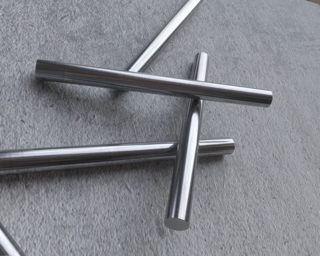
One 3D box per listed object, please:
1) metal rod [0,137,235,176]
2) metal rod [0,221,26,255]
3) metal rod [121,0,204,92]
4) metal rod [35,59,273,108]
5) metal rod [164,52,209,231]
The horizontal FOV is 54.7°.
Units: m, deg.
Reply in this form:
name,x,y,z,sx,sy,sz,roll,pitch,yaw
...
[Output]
name,x,y,z,sx,sy,sz,roll,pitch,yaw
metal rod,-0.034,0.030,0.366,0.303,0.025,0.025,-2,63,-29
metal rod,-0.147,0.092,0.267,0.300,0.025,0.025,49,51,6
metal rod,0.013,-0.157,0.506,0.025,0.025,0.301,36,51,-5
metal rod,0.002,-0.055,0.399,0.302,0.025,0.025,6,59,-11
metal rod,0.043,-0.010,0.405,0.025,0.025,0.300,26,44,-12
